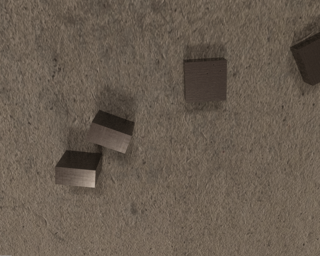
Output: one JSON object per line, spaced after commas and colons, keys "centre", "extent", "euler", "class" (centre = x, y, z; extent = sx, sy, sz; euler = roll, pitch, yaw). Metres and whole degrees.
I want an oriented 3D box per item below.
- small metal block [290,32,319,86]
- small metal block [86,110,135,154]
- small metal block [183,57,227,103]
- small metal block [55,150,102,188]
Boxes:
{"centre": [0.197, -0.088, 0.380], "extent": [0.050, 0.025, 0.050], "euler": [-28, 108, 9], "class": "small metal block"}
{"centre": [-0.062, 0.004, 0.397], "extent": [0.050, 0.050, 0.025], "euler": [20, 109, -8], "class": "small metal block"}
{"centre": [0.056, -0.060, 0.388], "extent": [0.050, 0.025, 0.050], "euler": [-3, 110, 1], "class": "small metal block"}
{"centre": [-0.107, 0.054, 0.415], "extent": [0.050, 0.050, 0.025], "euler": [6, 110, -3], "class": "small metal block"}
